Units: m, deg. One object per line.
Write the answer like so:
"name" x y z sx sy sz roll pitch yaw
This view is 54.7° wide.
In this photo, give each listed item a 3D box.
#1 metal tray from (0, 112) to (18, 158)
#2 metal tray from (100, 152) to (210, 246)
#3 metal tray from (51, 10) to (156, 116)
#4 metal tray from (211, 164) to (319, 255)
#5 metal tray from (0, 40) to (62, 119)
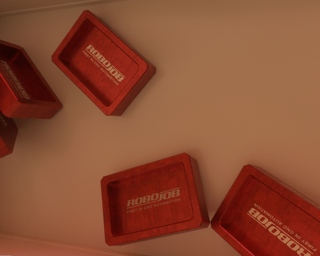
"metal tray" -0.250 -0.028 0.433 0.030 0.090 0.129 -25 118 -8
"metal tray" -0.010 0.093 0.396 0.130 0.030 0.090 -18 64 19
"metal tray" -0.081 -0.090 0.436 0.130 0.030 0.090 44 103 14
"metal tray" 0.128 0.110 0.334 0.130 0.030 0.090 36 102 42
"metal tray" -0.212 -0.073 0.450 0.030 0.090 0.130 -41 77 15
